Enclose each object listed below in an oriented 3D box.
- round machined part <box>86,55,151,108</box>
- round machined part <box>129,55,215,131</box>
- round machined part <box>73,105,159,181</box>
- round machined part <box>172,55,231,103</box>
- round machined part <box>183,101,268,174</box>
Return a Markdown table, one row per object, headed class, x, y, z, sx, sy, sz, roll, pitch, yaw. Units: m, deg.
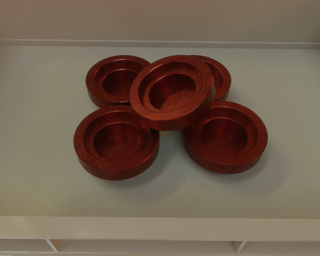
| class | x | y | z | sx | sy | sz | roll | pitch | yaw |
| --- | --- | --- | --- | --- | --- | --- | --- | --- | --- |
| round machined part | -0.052 | -0.057 | 0.439 | 0.099 | 0.042 | 0.098 | 0 | 50 | 0 |
| round machined part | 0.017 | -0.037 | 0.368 | 0.098 | 0.042 | 0.098 | -10 | 54 | 15 |
| round machined part | -0.050 | 0.021 | 0.373 | 0.099 | 0.042 | 0.098 | 0 | 50 | 0 |
| round machined part | 0.048 | -0.057 | 0.441 | 0.099 | 0.042 | 0.098 | 0 | 50 | 0 |
| round machined part | 0.077 | 0.015 | 0.380 | 0.099 | 0.042 | 0.098 | 0 | 50 | 0 |
